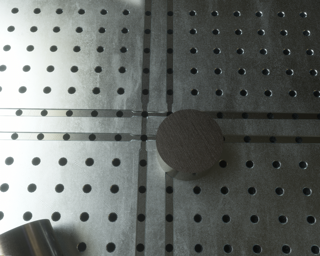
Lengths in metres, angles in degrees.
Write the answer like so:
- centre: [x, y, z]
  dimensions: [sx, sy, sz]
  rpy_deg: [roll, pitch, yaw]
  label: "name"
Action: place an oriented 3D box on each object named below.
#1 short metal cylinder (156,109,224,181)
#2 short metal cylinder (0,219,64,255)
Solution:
- centre: [0.035, 0.023, 0.390]
  dimensions: [0.081, 0.050, 0.080]
  rpy_deg: [0, 70, 0]
  label: "short metal cylinder"
- centre: [-0.148, 0.140, 0.330]
  dimensions: [0.080, 0.080, 0.050]
  rpy_deg: [-27, 73, -10]
  label: "short metal cylinder"
